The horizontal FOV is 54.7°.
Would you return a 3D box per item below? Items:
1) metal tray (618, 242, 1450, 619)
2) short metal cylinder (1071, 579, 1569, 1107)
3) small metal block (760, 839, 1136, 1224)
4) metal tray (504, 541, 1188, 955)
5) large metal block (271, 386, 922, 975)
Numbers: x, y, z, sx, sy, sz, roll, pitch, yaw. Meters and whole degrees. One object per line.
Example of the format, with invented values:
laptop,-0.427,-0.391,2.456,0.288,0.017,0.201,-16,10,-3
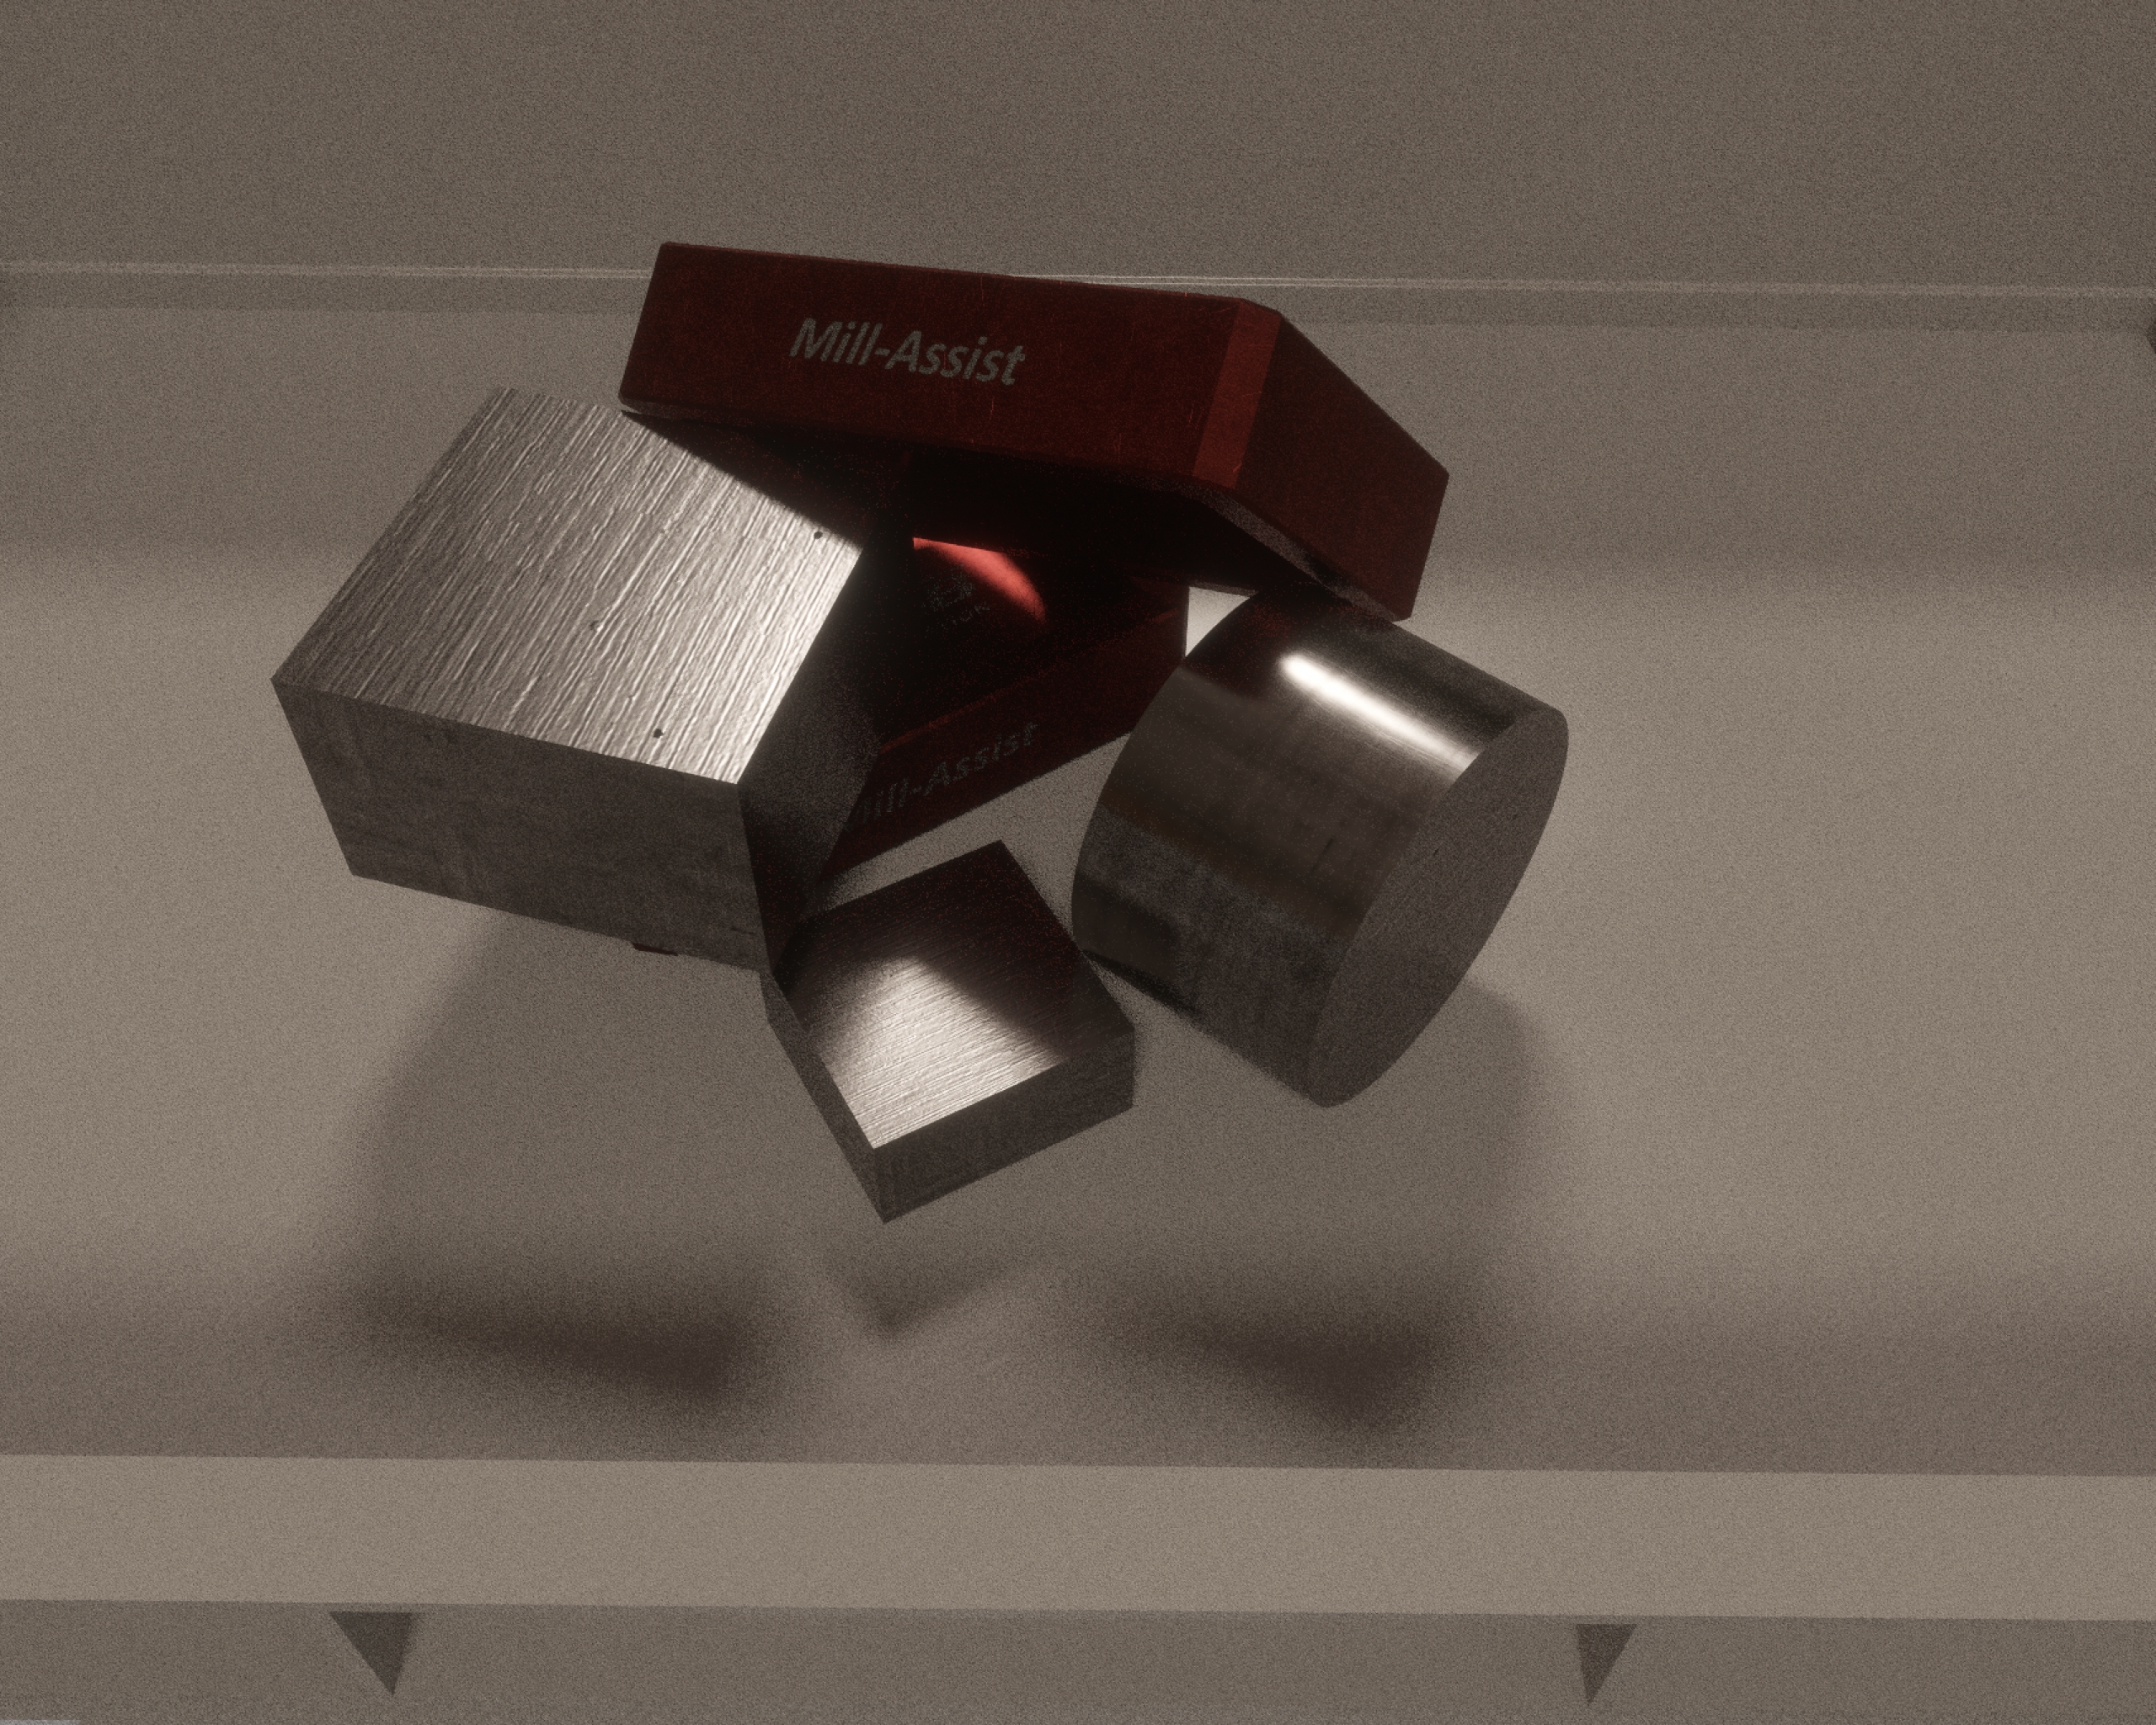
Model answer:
metal tray,-0.008,-0.080,0.390,0.130,0.090,0.030,15,89,30
short metal cylinder,0.044,-0.004,0.372,0.050,0.080,0.080,32,57,24
small metal block,-0.024,0.030,0.378,0.050,0.025,0.050,-23,54,-19
metal tray,-0.054,-0.045,0.436,0.131,0.030,0.090,-27,55,-22
large metal block,-0.080,-0.034,0.373,0.080,0.050,0.080,13,51,10
